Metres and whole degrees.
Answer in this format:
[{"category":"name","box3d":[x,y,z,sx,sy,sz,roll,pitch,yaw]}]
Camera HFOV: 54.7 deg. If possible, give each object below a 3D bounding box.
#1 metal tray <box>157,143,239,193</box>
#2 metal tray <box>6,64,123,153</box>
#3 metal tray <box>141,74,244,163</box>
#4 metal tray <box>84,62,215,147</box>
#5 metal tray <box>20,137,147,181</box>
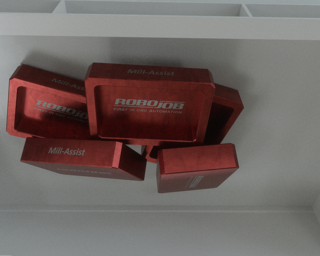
[{"category":"metal tray","box3d":[0.042,0.058,0.411,0.091,0.030,0.130,-5,159,-4]},{"category":"metal tray","box3d":[-0.116,-0.017,0.385,0.131,0.030,0.089,15,129,-13]},{"category":"metal tray","box3d":[0.037,-0.001,0.403,0.091,0.030,0.129,15,129,-13]},{"category":"metal tray","box3d":[-0.012,-0.023,0.344,0.131,0.030,0.089,3,130,-3]},{"category":"metal tray","box3d":[-0.093,0.041,0.392,0.130,0.030,0.090,1,162,19]}]
